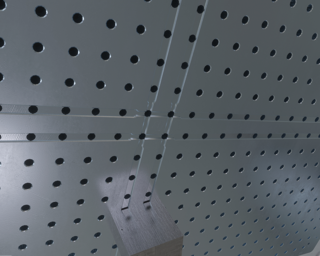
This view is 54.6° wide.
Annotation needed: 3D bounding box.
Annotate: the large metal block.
[{"bbox_3d":[-0.021,0.161,0.463,0.081,0.080,0.050,-12,124,-22],"label":"large metal block"}]
